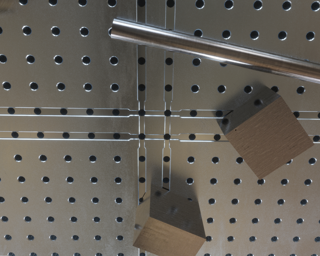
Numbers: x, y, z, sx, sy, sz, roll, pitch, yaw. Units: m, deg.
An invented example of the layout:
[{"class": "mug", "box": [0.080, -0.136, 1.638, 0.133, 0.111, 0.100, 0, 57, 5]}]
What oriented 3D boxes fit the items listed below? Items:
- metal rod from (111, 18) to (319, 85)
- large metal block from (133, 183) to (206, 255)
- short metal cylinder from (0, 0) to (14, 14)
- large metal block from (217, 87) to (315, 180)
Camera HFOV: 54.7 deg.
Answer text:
[{"class": "metal rod", "box": [0.092, -0.090, 0.381, 0.302, 0.025, 0.025, 11, 110, -5]}, {"class": "large metal block", "box": [0.012, 0.133, 0.433, 0.080, 0.080, 0.050, 25, 108, -9]}, {"class": "short metal cylinder", "box": [-0.209, -0.162, 0.337, 0.081, 0.050, 0.079, 0, 110, -1]}, {"class": "large metal block", "box": [0.135, 0.006, 0.404, 0.080, 0.050, 0.080, -37, 106, 12]}]
